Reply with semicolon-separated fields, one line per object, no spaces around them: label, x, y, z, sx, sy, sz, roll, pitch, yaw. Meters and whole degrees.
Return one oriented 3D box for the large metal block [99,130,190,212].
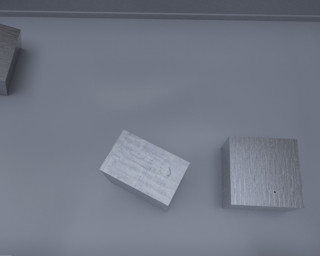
large metal block;-0.016;0.053;0.361;0.080;0.080;0.050;26;72;9

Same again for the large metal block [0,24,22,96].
large metal block;-0.239;-0.098;0.415;0.081;0.050;0.080;13;69;-19

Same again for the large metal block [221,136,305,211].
large metal block;0.120;0.057;0.377;0.081;0.050;0.080;3;70;0
